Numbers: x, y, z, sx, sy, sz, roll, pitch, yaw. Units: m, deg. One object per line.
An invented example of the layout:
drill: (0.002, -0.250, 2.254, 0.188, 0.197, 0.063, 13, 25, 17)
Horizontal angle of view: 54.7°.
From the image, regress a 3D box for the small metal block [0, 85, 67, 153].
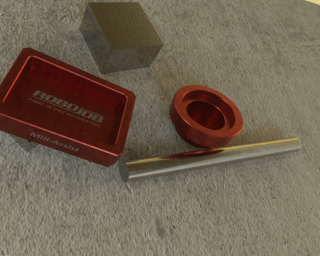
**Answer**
small metal block: (-0.139, -0.010, 0.335, 0.050, 0.025, 0.050, 44, 51, 2)

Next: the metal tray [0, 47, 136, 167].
metal tray: (-0.097, -0.022, 0.329, 0.131, 0.030, 0.090, 22, 51, -17)

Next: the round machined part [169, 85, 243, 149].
round machined part: (0.058, -0.011, 0.421, 0.099, 0.042, 0.098, 13, 44, -13)

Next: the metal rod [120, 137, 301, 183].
metal rod: (0.089, 0.038, 0.428, 0.303, 0.025, 0.025, -5, 64, -31)

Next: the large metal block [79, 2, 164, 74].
large metal block: (-0.055, -0.128, 0.436, 0.081, 0.050, 0.080, -17, 71, -35)
